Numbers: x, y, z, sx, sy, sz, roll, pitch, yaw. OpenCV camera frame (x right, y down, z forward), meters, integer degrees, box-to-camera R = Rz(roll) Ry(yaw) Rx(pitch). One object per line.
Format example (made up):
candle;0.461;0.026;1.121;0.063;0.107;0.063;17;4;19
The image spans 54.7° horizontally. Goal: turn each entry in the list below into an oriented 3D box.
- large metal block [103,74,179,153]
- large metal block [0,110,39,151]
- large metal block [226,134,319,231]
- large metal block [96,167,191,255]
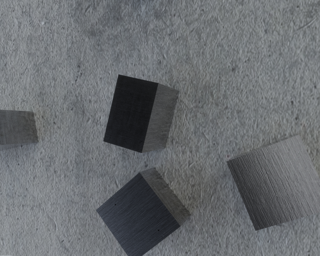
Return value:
large metal block;-0.020;-0.017;0.387;0.050;0.080;0.080;15;95;19
large metal block;-0.248;0.006;0.467;0.080;0.080;0.050;-12;86;19
large metal block;0.132;0.059;0.349;0.080;0.050;0.080;-24;82;18
large metal block;-0.021;0.110;0.403;0.080;0.050;0.080;-42;77;15
